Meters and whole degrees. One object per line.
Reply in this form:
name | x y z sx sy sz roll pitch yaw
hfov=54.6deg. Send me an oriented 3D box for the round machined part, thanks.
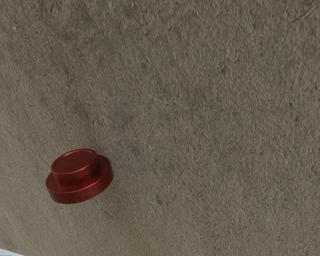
round machined part | -0.123 0.066 0.466 0.098 0.098 0.042 3 119 27
